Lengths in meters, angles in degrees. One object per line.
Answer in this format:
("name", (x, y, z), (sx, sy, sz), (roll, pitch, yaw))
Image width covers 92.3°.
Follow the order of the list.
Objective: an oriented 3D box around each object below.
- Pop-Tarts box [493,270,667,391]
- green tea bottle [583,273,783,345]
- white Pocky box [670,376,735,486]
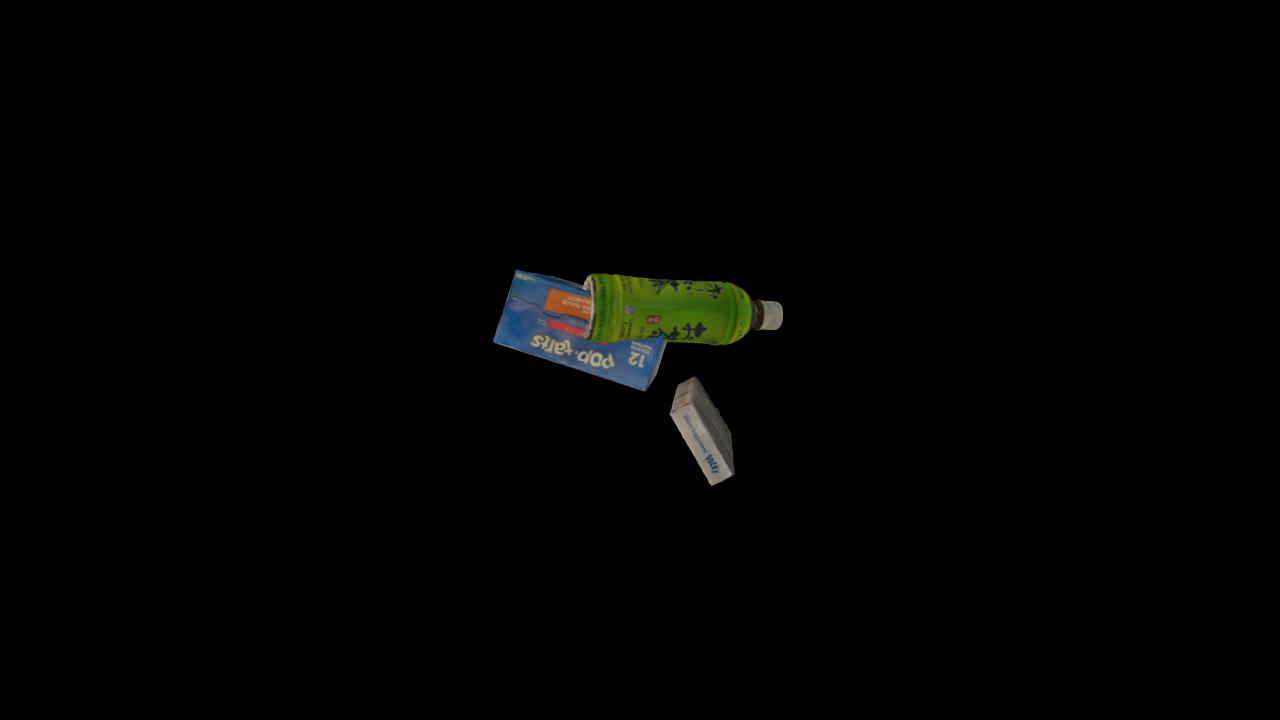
("Pop-Tarts box", (-0.053, -0.036, 0.686), (0.167, 0.083, 0.141), (17, 7, 4))
("green tea bottle", (0.047, -0.050, 0.638), (0.212, 0.073, 0.073), (0, 0, -17))
("white Pocky box", (0.067, 0.068, 0.650), (0.028, 0.084, 0.154), (-30, 4, 10))
